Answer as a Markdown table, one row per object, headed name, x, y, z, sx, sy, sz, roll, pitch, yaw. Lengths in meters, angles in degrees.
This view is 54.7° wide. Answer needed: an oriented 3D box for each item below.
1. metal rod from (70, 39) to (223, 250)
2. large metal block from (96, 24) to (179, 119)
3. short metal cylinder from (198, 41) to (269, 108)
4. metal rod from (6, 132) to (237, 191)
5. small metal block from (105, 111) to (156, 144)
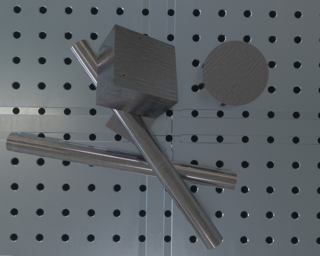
| name | x | y | z | sx | sy | sz | roll | pitch | yaw |
| --- | --- | --- | --- | --- | --- | --- | --- | --- | --- |
| metal rod | -0.017 | 0.020 | 0.387 | 0.025 | 0.025 | 0.299 | -34 | 90 | 0 |
| large metal block | -0.028 | -0.064 | 0.371 | 0.081 | 0.050 | 0.080 | 12 | 62 | -29 |
| short metal cylinder | 0.092 | -0.067 | 0.402 | 0.081 | 0.050 | 0.079 | 0 | 90 | 0 |
| metal rod | -0.050 | 0.045 | 0.412 | 0.302 | 0.025 | 0.025 | 10 | 90 | 0 |
| small metal block | -0.036 | -0.010 | 0.413 | 0.050 | 0.025 | 0.050 | 33 | 90 | 0 |
